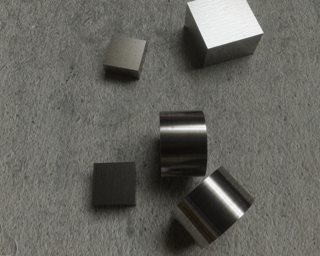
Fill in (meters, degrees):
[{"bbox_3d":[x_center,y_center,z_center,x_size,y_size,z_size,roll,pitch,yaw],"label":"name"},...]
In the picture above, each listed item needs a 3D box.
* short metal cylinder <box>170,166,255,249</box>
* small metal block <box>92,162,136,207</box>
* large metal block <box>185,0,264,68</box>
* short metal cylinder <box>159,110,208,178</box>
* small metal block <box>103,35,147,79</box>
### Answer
[{"bbox_3d":[0.058,0.088,0.347,0.080,0.080,0.050,-39,75,-13],"label":"short metal cylinder"},{"bbox_3d":[-0.055,0.070,0.382,0.050,0.025,0.050,-2,70,-1],"label":"small metal block"},{"bbox_3d":[0.089,-0.143,0.448,0.080,0.050,0.080,-17,71,-6],"label":"large metal block"},{"bbox_3d":[0.026,0.019,0.372,0.050,0.080,0.080,-2,70,-1],"label":"short metal cylinder"},{"bbox_3d":[-0.049,-0.102,0.445,0.050,0.025,0.050,11,70,4],"label":"small metal block"}]
